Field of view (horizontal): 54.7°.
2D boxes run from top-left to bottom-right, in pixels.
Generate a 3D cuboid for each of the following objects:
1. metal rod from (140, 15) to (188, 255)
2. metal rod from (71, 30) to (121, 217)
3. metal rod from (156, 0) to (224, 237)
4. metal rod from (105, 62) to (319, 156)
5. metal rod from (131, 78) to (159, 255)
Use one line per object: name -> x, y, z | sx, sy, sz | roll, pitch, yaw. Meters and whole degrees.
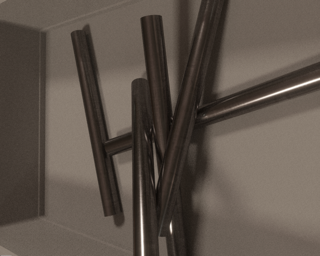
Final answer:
metal rod -> 0.007, 0.021, 0.370 | 0.025, 0.025, 0.298 | -1, 98, 39
metal rod -> -0.103, -0.014, 0.488 | 0.025, 0.025, 0.299 | -21, 77, 38
metal rod -> 0.032, -0.029, 0.348 | 0.025, 0.025, 0.298 | 13, 89, 39
metal rod -> 0.039, -0.010, 0.373 | 0.299, 0.025, 0.025 | -19, 78, 38
metal rod -> -0.018, 0.061, 0.342 | 0.025, 0.025, 0.300 | -34, 45, 34
